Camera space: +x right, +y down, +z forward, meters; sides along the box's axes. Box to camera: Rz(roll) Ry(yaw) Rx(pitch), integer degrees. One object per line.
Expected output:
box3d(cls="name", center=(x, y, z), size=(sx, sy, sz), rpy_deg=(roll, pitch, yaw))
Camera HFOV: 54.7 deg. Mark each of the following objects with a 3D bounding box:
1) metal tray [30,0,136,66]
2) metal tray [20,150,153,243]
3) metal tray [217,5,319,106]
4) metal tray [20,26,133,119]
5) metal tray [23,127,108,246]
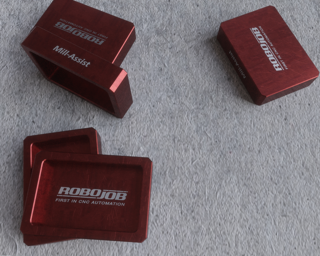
box3d(cls="metal tray", center=(-0.112, -0.132, 0.453), size=(0.130, 0.030, 0.090), rpy_deg=(23, 72, 8))
box3d(cls="metal tray", center=(-0.076, 0.076, 0.344), size=(0.131, 0.030, 0.090), rpy_deg=(4, 70, 1))
box3d(cls="metal tray", center=(0.151, -0.106, 0.445), size=(0.091, 0.030, 0.130), rpy_deg=(-22, 72, -8))
box3d(cls="metal tray", center=(-0.101, -0.067, 0.397), size=(0.130, 0.090, 0.030), rpy_deg=(28, 73, 9))
box3d(cls="metal tray", center=(-0.115, 0.069, 0.379), size=(0.091, 0.030, 0.130), rpy_deg=(-8, 70, -3))
